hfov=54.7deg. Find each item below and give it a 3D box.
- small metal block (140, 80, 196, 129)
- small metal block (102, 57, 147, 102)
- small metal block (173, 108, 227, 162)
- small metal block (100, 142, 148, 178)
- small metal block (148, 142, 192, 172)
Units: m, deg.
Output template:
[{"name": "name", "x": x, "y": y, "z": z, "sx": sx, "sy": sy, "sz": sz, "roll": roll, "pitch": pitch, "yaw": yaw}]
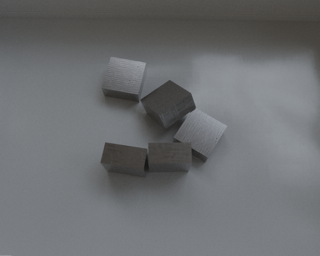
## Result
[{"name": "small metal block", "x": 0.010, "y": -0.032, "z": 0.409, "sx": 0.050, "sy": 0.025, "sz": 0.050, "roll": -36, "pitch": 41, "yaw": -12}, {"name": "small metal block", "x": -0.049, "y": -0.068, "z": 0.434, "sx": 0.050, "sy": 0.025, "sz": 0.050, "roll": 11, "pitch": 70, "yaw": 4}, {"name": "small metal block", "x": 0.052, "y": 0.009, "z": 0.407, "sx": 0.050, "sy": 0.025, "sz": 0.050, "roll": 31, "pitch": 73, "yaw": 10}, {"name": "small metal block", "x": -0.041, "y": 0.040, "z": 0.381, "sx": 0.050, "sy": 0.050, "sz": 0.025, "roll": 8, "pitch": 71, "yaw": 3}, {"name": "small metal block", "x": 0.012, "y": 0.037, "z": 0.383, "sx": 0.050, "sy": 0.050, "sz": 0.025, "roll": -1, "pitch": 70, "yaw": 0}]
